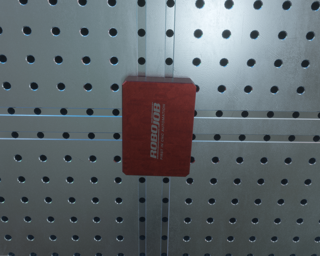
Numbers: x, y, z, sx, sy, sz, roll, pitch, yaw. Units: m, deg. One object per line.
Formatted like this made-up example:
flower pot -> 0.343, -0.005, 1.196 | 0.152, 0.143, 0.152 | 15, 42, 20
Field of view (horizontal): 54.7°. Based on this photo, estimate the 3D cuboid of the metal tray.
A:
metal tray -> -0.003, 0.000, 0.410 | 0.091, 0.030, 0.129 | 2, 110, -1
